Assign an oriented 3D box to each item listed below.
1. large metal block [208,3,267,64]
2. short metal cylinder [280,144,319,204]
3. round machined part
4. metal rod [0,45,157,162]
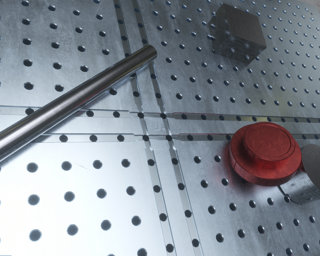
[{"bbox_3d":[0.143,-0.175,0.579,0.081,0.050,0.080,11,57,-23],"label":"large metal block"},{"bbox_3d":[0.226,0.070,0.472,0.081,0.050,0.080,15,56,-23],"label":"short metal cylinder"},{"bbox_3d":[0.149,0.029,0.437,0.099,0.042,0.098,0,50,1],"label":"round machined part"},{"bbox_3d":[-0.101,-0.036,0.376,0.025,0.025,0.302,45,51,3],"label":"metal rod"}]
